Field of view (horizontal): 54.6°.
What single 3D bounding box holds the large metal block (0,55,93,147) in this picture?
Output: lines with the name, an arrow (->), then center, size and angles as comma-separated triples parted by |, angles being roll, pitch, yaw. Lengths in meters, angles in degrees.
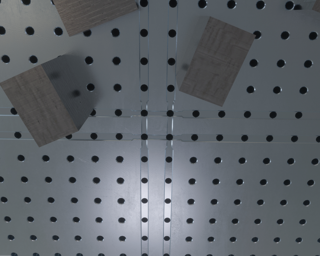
large metal block -> -0.129, -0.035, 0.370 | 0.050, 0.080, 0.080 | -22, 109, 8

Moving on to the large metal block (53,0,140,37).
large metal block -> -0.075, -0.156, 0.342 | 0.080, 0.050, 0.080 | -19, 109, 7

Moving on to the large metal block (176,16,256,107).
large metal block -> 0.058, -0.080, 0.355 | 0.050, 0.080, 0.080 | 20, 109, -7

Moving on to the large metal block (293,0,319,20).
large metal block -> 0.212, -0.157, 0.344 | 0.080, 0.050, 0.080 | 18, 109, -7
